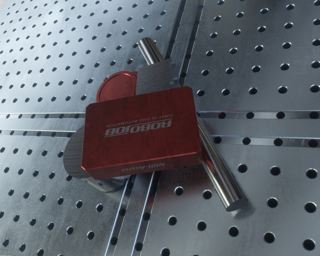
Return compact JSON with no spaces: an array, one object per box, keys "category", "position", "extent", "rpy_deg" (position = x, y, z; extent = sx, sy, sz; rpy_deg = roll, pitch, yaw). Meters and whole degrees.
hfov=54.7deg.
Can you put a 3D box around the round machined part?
[{"category":"round machined part","position":[-0.052,-0.043,0.445],"extent":[0.098,0.042,0.098],"rpy_deg":[-14,56,22]}]

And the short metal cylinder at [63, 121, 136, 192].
[{"category":"short metal cylinder","position":[-0.077,0.037,0.405],"extent":[0.080,0.050,0.080],"rpy_deg":[-13,56,21]}]

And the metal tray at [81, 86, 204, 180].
[{"category":"metal tray","position":[-0.021,0.005,0.359],"extent":[0.131,0.030,0.090],"rpy_deg":[-9,57,8]}]

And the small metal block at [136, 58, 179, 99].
[{"category":"small metal block","position":[-0.003,-0.059,0.411],"extent":[0.050,0.025,0.050],"rpy_deg":[-12,59,27]}]

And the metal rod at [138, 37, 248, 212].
[{"category":"metal rod","position":[0.028,-0.028,0.406],"extent":[0.025,0.025,0.300],"rpy_deg":[-31,52,8]}]
